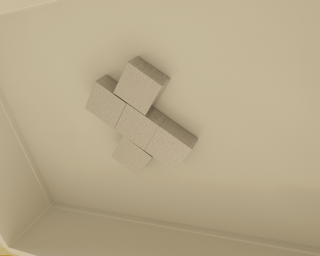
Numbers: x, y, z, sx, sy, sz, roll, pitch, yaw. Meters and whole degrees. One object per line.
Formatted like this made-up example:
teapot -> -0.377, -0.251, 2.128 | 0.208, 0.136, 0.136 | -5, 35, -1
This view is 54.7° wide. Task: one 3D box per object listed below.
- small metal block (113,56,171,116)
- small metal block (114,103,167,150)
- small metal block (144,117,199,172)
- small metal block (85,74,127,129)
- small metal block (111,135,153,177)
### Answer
small metal block -> -0.023, -0.052, 0.386 | 0.050, 0.025, 0.050 | 36, 128, 4
small metal block -> -0.027, -0.006, 0.415 | 0.050, 0.025, 0.050 | 36, 129, 4
small metal block -> 0.014, 0.023, 0.412 | 0.050, 0.025, 0.050 | 36, 129, 4
small metal block -> -0.068, -0.035, 0.420 | 0.050, 0.025, 0.050 | 36, 129, 4
small metal block -> -0.036, 0.035, 0.447 | 0.050, 0.025, 0.050 | 37, 130, 3
